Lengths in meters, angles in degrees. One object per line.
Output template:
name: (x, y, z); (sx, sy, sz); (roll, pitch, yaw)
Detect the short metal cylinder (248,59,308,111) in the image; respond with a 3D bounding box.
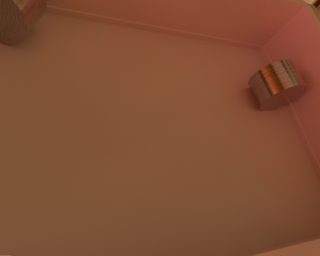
short metal cylinder: (0.197, -0.070, 0.522); (0.081, 0.080, 0.050); (-5, 65, -31)

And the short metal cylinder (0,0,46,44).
short metal cylinder: (-0.183, -0.147, 0.362); (0.080, 0.080, 0.050); (25, 53, -13)
